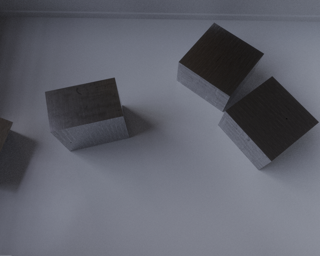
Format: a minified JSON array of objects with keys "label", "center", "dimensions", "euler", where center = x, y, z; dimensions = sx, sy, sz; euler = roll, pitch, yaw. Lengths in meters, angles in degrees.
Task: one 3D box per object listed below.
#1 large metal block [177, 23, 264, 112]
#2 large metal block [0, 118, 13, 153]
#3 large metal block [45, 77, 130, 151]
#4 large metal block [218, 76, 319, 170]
[{"label":"large metal block","center":[0.081,-0.083,0.428],"dimensions":[0.080,0.050,0.080],"euler":[37,74,12]},{"label":"large metal block","center":[-0.236,0.018,0.367],"dimensions":[0.080,0.050,0.080],"euler":[26,68,-29]},{"label":"large metal block","center":[-0.086,-0.014,0.384],"dimensions":[0.081,0.080,0.050],"euler":[-13,71,-5]},{"label":"large metal block","center":[0.136,-0.006,0.400],"dimensions":[0.080,0.050,0.080],"euler":[-36,74,-12]}]
